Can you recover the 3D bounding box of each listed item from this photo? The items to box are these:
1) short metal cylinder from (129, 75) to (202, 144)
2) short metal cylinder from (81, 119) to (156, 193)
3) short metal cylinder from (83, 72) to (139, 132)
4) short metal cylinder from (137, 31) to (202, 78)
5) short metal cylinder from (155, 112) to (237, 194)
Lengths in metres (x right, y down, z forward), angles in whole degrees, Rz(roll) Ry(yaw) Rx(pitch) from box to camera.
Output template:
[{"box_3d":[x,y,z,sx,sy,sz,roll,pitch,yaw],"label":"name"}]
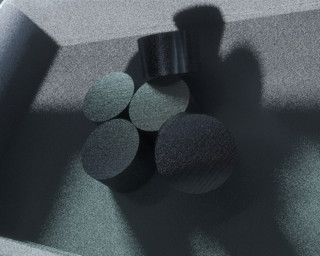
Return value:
[{"box_3d":[0.008,-0.020,0.394,0.080,0.050,0.080,-13,56,20],"label":"short metal cylinder"},{"box_3d":[-0.050,0.035,0.390,0.080,0.050,0.080,-13,56,20],"label":"short metal cylinder"},{"box_3d":[-0.060,-0.031,0.436,0.080,0.050,0.080,-13,56,20],"label":"short metal cylinder"},{"box_3d":[0.013,-0.095,0.409,0.080,0.080,0.050,-3,99,26],"label":"short metal cylinder"},{"box_3d":[0.035,0.023,0.328,0.081,0.050,0.079,0,96,-1],"label":"short metal cylinder"}]
